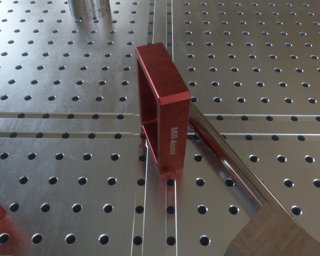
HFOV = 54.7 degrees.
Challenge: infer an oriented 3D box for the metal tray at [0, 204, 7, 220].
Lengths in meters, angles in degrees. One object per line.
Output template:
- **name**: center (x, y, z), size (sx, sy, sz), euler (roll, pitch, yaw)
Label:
- **metal tray**: center (-0.222, 0.096, 0.282), size (0.030, 0.089, 0.131), euler (35, 58, 25)

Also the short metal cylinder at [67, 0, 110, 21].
- **short metal cylinder**: center (-0.140, -0.254, 0.603), size (0.081, 0.050, 0.080), euler (0, 50, 0)

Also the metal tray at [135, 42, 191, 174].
- **metal tray**: center (0.001, -0.018, 0.355), size (0.030, 0.129, 0.090), euler (-14, 52, -11)

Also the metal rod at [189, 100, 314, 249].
- **metal rod**: center (0.073, 0.023, 0.388), size (0.025, 0.025, 0.300), euler (-23, 54, -18)

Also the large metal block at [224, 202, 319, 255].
- **large metal block**: center (0.102, 0.124, 0.268), size (0.050, 0.080, 0.080), euler (-36, 59, -26)
